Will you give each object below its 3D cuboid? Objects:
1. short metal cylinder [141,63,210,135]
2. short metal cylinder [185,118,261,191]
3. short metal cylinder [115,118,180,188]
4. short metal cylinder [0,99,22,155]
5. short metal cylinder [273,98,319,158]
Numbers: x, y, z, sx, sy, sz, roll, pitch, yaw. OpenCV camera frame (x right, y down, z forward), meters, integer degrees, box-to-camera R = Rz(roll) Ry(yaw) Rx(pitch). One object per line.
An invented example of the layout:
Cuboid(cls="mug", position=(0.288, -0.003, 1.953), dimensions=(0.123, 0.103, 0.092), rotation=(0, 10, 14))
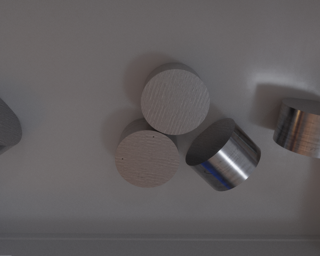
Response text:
Cuboid(cls="short metal cylinder", position=(0.018, -0.037, 0.384), dimensions=(0.081, 0.050, 0.079), rotation=(0, 110, -1))
Cuboid(cls="short metal cylinder", position=(0.079, 0.033, 0.395), dimensions=(0.080, 0.080, 0.050), rotation=(-42, 105, 13))
Cuboid(cls="short metal cylinder", position=(-0.016, 0.031, 0.409), dimensions=(0.081, 0.050, 0.079), rotation=(0, 110, -1))
Cuboid(cls="short metal cylinder", position=(-0.220, 0.001, 0.379), dimensions=(0.050, 0.080, 0.080), rotation=(-32, 107, 11))
Cuboid(cls="short metal cylinder", position=(0.188, -0.002, 0.384), dimensions=(0.081, 0.080, 0.050), rotation=(6, 110, -3))
